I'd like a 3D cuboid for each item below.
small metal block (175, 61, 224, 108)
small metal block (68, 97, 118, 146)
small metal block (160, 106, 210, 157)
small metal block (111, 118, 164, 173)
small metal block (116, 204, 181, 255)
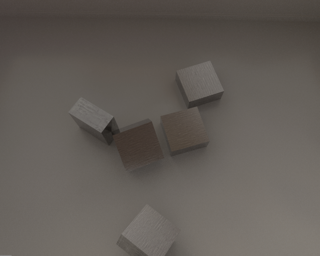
[{"bbox_3d":[0.054,-0.060,0.432,0.050,0.025,0.050,-18,71,-7],"label":"small metal block"},{"bbox_3d":[-0.083,-0.008,0.397,0.050,0.050,0.025,31,73,12],"label":"small metal block"},{"bbox_3d":[0.032,0.005,0.408,0.050,0.025,0.050,-15,71,-6],"label":"small metal block"},{"bbox_3d":[-0.028,0.021,0.390,0.050,0.025,0.050,-20,104,-8],"label":"small metal block"},{"bbox_3d":[-0.012,0.124,0.352,0.050,0.025,0.050,35,43,11],"label":"small metal block"}]
